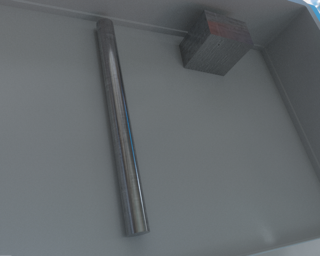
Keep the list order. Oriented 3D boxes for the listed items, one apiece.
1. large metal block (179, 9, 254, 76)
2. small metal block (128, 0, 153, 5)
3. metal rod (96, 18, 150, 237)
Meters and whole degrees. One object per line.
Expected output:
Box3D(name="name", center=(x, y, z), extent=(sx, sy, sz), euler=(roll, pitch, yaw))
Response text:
Box3D(name="large metal block", center=(0.089, -0.134, 0.502), extent=(0.081, 0.080, 0.050), euler=(6, 59, -26))
Box3D(name="small metal block", center=(-0.040, -0.247, 0.539), extent=(0.050, 0.025, 0.050), euler=(-2, 63, -30))
Box3D(name="metal rod", center=(-0.052, -0.020, 0.390), extent=(0.025, 0.025, 0.299), euler=(2, 61, -28))
